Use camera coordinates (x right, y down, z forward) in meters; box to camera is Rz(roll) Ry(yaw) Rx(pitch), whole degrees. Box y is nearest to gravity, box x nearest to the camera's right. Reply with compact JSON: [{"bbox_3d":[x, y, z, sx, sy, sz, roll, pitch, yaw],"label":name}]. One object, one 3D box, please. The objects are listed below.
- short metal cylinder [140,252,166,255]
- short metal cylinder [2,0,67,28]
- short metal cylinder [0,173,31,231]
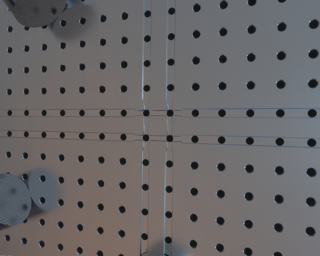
[{"bbox_3d":[-0.013,0.212,0.404,0.080,0.050,0.079,0,90,20],"label":"short metal cylinder"},{"bbox_3d":[-0.185,-0.194,0.449,0.080,0.080,0.050,-41,77,15],"label":"short metal cylinder"},{"bbox_3d":[-0.246,0.115,0.470,0.050,0.080,0.080,-23,82,18],"label":"short metal cylinder"}]
